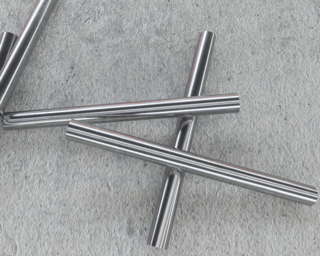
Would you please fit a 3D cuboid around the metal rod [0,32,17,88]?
[{"bbox_3d":[-0.233,0.006,0.403,0.025,0.025,0.299,5,70,2],"label":"metal rod"}]

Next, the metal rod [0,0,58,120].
[{"bbox_3d":[-0.199,-0.085,0.423,0.025,0.025,0.300,11,65,4],"label":"metal rod"}]

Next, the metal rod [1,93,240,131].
[{"bbox_3d":[-0.053,-0.020,0.397,0.302,0.025,0.025,-4,70,5],"label":"metal rod"}]

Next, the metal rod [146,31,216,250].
[{"bbox_3d":[0.033,0.001,0.407,0.025,0.025,0.299,14,70,5],"label":"metal rod"}]

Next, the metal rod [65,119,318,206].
[{"bbox_3d":[0.041,0.042,0.368,0.302,0.025,0.025,16,71,-4],"label":"metal rod"}]
